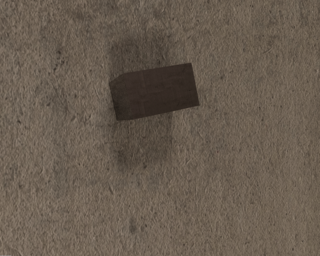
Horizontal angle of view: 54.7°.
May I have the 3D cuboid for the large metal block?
[{"bbox_3d":[-0.010,-0.042,0.377,0.081,0.080,0.050,-13,95,-20],"label":"large metal block"}]
